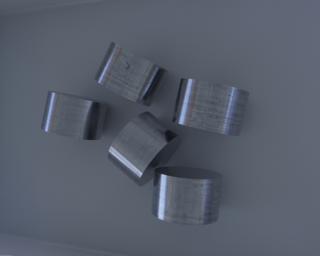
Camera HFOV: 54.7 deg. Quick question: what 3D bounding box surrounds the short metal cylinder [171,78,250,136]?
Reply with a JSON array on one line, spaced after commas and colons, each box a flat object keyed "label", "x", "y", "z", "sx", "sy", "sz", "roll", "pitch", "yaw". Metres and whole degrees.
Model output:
[{"label": "short metal cylinder", "x": 0.058, "y": -0.024, "z": 0.361, "sx": 0.080, "sy": 0.080, "sz": 0.050, "roll": 14, "pitch": 95, "yaw": 19}]

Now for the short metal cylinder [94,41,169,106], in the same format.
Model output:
[{"label": "short metal cylinder", "x": -0.036, "y": -0.068, "z": 0.394, "sx": 0.080, "sy": 0.080, "sz": 0.050, "roll": 31, "pitch": 100, "yaw": 17}]

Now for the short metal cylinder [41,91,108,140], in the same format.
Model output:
[{"label": "short metal cylinder", "x": -0.115, "y": -0.018, "z": 0.422, "sx": 0.080, "sy": 0.080, "sz": 0.050, "roll": 14, "pitch": 95, "yaw": 19}]

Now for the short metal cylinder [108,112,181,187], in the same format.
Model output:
[{"label": "short metal cylinder", "x": -0.018, "y": 0.026, "z": 0.388, "sx": 0.050, "sy": 0.080, "sz": 0.080, "roll": 39, "pitch": 102, "yaw": 16}]

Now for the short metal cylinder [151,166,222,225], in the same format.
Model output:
[{"label": "short metal cylinder", "x": 0.032, "y": 0.078, "z": 0.370, "sx": 0.080, "sy": 0.080, "sz": 0.050, "roll": 5, "pitch": 92, "yaw": 20}]
